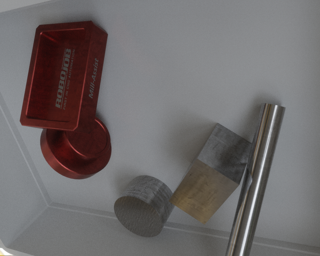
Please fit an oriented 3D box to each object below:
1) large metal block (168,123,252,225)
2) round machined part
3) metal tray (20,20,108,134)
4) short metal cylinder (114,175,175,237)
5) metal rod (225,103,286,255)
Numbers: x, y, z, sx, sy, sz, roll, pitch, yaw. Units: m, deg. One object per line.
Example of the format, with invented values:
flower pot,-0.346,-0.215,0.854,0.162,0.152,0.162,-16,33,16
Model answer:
large metal block,0.062,0.053,0.373,0.050,0.080,0.079,32,128,7
round machined part,-0.108,0.018,0.427,0.042,0.098,0.098,-34,99,39
metal tray,-0.118,-0.062,0.381,0.090,0.030,0.129,5,84,25
short metal cylinder,-0.023,0.120,0.478,0.080,0.050,0.079,13,124,20
metal rod,0.091,0.121,0.344,0.025,0.025,0.298,14,95,20
